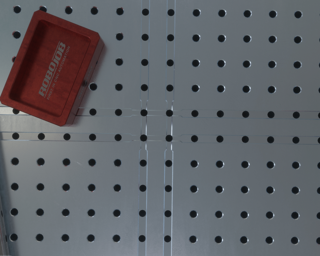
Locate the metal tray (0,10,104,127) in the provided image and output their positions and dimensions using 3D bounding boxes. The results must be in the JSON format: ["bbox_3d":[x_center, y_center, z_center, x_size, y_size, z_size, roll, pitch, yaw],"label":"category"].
[{"bbox_3d":[-0.141,-0.076,0.409,0.090,0.030,0.129,22,90,0],"label":"metal tray"}]

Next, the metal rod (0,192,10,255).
[{"bbox_3d":[-0.223,0.111,0.411,0.025,0.025,0.298,-9,90,0],"label":"metal rod"}]
